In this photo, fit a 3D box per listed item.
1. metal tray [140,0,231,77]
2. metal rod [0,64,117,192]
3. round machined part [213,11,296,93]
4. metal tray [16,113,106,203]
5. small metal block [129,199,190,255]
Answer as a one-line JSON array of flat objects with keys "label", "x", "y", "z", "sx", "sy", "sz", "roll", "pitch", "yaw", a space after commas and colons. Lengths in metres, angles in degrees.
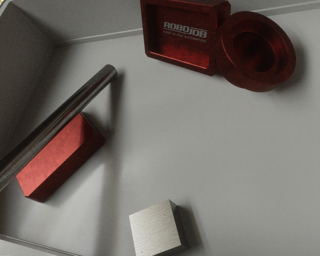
[{"label": "metal tray", "x": 0.031, "y": -0.131, "z": 0.425, "sx": 0.130, "sy": 0.089, "sz": 0.030, "roll": 26, "pitch": 45, "yaw": 36}, {"label": "metal rod", "x": -0.142, "y": -0.001, "z": 0.404, "sx": 0.025, "sy": 0.025, "sz": 0.301, "roll": 3, "pitch": 39, "yaw": 29}, {"label": "round machined part", "x": 0.107, "y": -0.086, "z": 0.369, "sx": 0.099, "sy": 0.042, "sz": 0.098, "roll": 7, "pitch": 67, "yaw": -17}, {"label": "metal tray", "x": -0.154, "y": 0.034, "z": 0.460, "sx": 0.130, "sy": 0.030, "sz": 0.090, "roll": -44, "pitch": 51, "yaw": -3}, {"label": "small metal block", "x": -0.002, "y": 0.113, "z": 0.336, "sx": 0.050, "sy": 0.025, "sz": 0.050, "roll": -25, "pitch": 53, "yaw": 12}]
